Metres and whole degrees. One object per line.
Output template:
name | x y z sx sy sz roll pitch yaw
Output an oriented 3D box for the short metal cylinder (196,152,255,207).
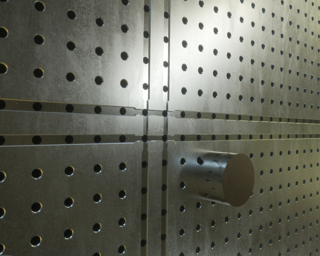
short metal cylinder | 0.103 0.078 0.482 0.081 0.050 0.079 0 90 -40
